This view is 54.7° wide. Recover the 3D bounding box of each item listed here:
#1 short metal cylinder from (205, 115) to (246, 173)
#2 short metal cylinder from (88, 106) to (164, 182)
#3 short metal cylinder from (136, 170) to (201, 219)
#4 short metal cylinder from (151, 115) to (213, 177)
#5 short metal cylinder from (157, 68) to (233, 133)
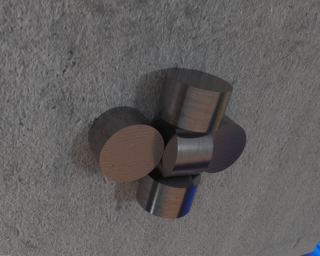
[{"bbox_3d":[0.075,0.017,0.443,0.081,0.050,0.079,-14,125,-21],"label":"short metal cylinder"},{"bbox_3d":[-0.042,0.019,0.381,0.081,0.050,0.079,-14,124,-22],"label":"short metal cylinder"},{"bbox_3d":[0.011,0.078,0.428,0.081,0.080,0.050,0,118,-28],"label":"short metal cylinder"},{"bbox_3d":[0.023,0.022,0.399,0.050,0.080,0.079,0,118,-29],"label":"short metal cylinder"},{"bbox_3d":[0.041,-0.036,0.373,0.081,0.080,0.050,0,119,-28],"label":"short metal cylinder"}]
